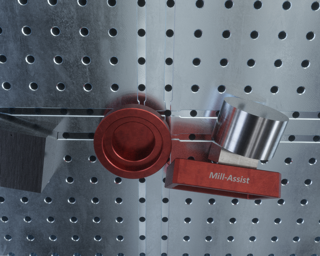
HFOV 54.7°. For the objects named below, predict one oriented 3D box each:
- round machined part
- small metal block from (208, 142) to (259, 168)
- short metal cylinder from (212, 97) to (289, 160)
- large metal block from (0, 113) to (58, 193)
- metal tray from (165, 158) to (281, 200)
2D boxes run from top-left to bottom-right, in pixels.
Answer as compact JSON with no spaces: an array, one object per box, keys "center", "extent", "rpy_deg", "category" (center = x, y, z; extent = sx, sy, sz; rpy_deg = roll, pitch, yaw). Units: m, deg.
[{"center":[-0.035,0.014,0.409],"extent":[0.099,0.042,0.097],"rpy_deg":[0,110,-1],"category":"round machined part"},{"center":[0.097,0.037,0.412],"extent":[0.050,0.050,0.025],"rpy_deg":[14,88,-6],"category":"small metal block"},{"center":[0.111,-0.001,0.385],"extent":[0.081,0.080,0.050],"rpy_deg":[13,110,-5],"category":"short metal cylinder"},{"center":[-0.186,0.032,0.409],"extent":[0.081,0.050,0.079],"rpy_deg":[11,110,-5],"category":"large metal block"},{"center":[0.077,0.069,0.405],"extent":[0.131,0.090,0.030],"rpy_deg":[9,75,-4],"category":"metal tray"}]
